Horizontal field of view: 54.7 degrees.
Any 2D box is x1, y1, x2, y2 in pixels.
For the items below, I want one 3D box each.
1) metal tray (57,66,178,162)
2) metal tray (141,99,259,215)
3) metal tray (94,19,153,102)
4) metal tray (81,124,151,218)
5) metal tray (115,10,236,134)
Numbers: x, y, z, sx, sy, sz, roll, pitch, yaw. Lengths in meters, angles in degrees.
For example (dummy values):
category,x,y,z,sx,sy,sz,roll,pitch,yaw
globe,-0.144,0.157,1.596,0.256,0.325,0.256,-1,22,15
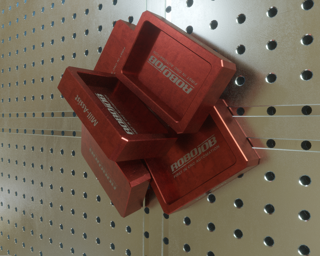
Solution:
category,x,y,z,sx,sy,sz,roll,pitch,yaw
metal tray,-0.050,-0.019,0.366,0.130,0.091,0.030,48,119,29
metal tray,0.039,0.035,0.371,0.129,0.030,0.090,-41,66,32
metal tray,-0.053,-0.076,0.447,0.090,0.030,0.129,46,117,30
metal tray,-0.068,0.049,0.435,0.130,0.030,0.089,50,145,28
metal tray,0.011,-0.065,0.356,0.130,0.030,0.089,44,116,31
